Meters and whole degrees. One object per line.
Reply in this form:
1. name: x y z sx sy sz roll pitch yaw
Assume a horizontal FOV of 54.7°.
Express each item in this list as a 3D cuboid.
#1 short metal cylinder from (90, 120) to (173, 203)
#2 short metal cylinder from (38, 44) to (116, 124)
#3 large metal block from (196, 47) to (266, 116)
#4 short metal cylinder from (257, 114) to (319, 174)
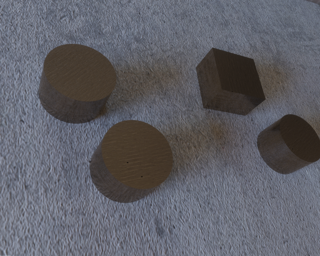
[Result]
1. short metal cylinder: -0.033 0.038 0.347 0.081 0.050 0.080 14 56 -21
2. short metal cylinder: -0.098 -0.052 0.366 0.081 0.050 0.080 14 56 -21
3. large metal block: 0.110 -0.072 0.491 0.081 0.050 0.080 8 58 -24
4. short metal cylinder: 0.200 0.026 0.480 0.081 0.050 0.080 14 56 -21
